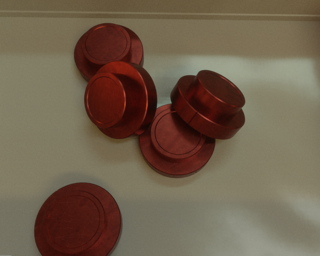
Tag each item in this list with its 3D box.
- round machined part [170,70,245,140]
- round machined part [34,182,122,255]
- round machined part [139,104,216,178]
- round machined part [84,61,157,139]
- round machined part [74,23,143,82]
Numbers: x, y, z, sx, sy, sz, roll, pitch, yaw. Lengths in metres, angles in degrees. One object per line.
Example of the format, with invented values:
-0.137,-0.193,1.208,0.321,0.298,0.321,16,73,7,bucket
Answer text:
0.066,-0.035,0.386,0.099,0.042,0.098,21,37,-17,round machined part
-0.094,0.110,0.355,0.099,0.042,0.098,1,64,-1,round machined part
0.022,0.012,0.396,0.099,0.042,0.098,0,70,0,round machined part
-0.055,-0.034,0.385,0.098,0.042,0.097,4,96,34,round machined part
-0.073,-0.108,0.440,0.099,0.042,0.098,0,70,0,round machined part
